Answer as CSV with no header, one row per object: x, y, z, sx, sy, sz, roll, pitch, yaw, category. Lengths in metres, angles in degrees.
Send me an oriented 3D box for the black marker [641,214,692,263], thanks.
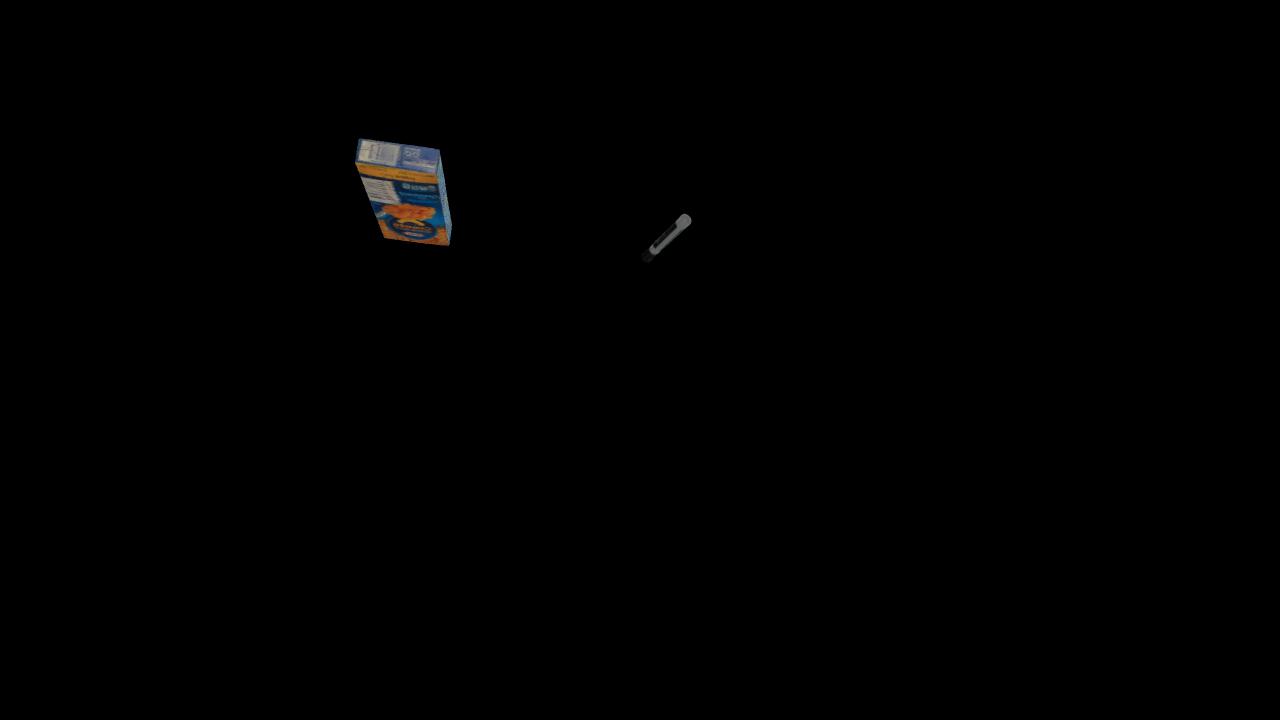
0.037,-0.184,0.946,0.020,0.020,0.121,0,-21,-33,black marker

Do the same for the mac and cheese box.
-0.299,-0.210,0.796,0.093,0.041,0.184,4,-17,-11,mac and cheese box
